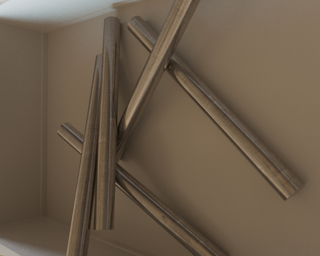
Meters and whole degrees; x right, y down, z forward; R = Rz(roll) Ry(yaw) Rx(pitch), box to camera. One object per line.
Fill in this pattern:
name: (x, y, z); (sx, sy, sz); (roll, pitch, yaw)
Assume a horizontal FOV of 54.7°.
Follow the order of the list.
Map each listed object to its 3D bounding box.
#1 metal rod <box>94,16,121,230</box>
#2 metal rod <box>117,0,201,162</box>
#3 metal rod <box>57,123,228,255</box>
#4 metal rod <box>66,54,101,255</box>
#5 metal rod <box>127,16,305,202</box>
metal rod: (-0.071, -0.017, 0.426); (0.025, 0.025, 0.299); (-14, 69, 39)
metal rod: (-0.012, -0.063, 0.387); (0.025, 0.025, 0.298); (50, 128, 28)
metal rod: (-0.039, 0.079, 0.416); (0.300, 0.025, 0.025); (35, 112, 27)
metal rod: (-0.094, 0.030, 0.425); (0.025, 0.025, 0.299); (-16, 61, 39)
metal rod: (0.048, -0.042, 0.367); (0.300, 0.025, 0.025); (52, 120, 27)
